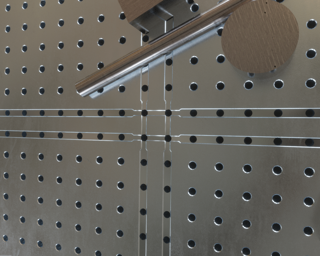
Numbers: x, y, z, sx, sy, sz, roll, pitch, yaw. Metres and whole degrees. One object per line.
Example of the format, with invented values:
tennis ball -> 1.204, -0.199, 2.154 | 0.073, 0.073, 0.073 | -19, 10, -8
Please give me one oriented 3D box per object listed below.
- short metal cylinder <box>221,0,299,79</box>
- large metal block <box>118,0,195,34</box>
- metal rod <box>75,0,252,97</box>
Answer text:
short metal cylinder -> 0.115, -0.099, 0.359 | 0.080, 0.050, 0.079 | 0, 90, 19
large metal block -> -0.013, -0.184, 0.403 | 0.080, 0.050, 0.080 | -27, 81, 17
metal rod -> 0.016, -0.115, 0.406 | 0.300, 0.025, 0.025 | -24, 82, 18
